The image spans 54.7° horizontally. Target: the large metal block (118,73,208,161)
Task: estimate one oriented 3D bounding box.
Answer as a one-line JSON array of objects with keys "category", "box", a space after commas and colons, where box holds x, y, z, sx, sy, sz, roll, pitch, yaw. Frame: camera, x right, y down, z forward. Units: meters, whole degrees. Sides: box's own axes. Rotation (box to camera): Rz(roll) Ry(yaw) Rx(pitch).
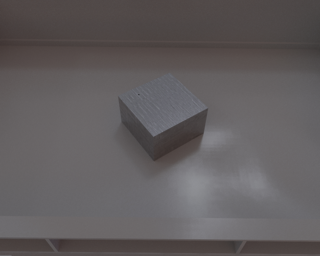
[{"category": "large metal block", "box": [0.003, -0.017, 0.403, 0.081, 0.050, 0.080, -28, 56, -22]}]
